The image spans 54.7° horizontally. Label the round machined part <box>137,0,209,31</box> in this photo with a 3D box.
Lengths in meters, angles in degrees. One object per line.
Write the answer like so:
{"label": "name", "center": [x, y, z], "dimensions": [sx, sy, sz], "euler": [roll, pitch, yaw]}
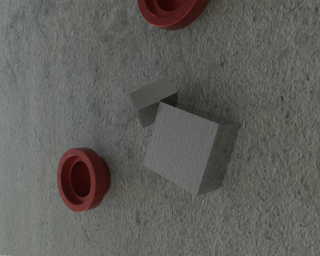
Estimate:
{"label": "round machined part", "center": [0.022, -0.167, 0.374], "dimensions": [0.098, 0.042, 0.097], "euler": [0, 90, 39]}

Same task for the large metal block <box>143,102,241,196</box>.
{"label": "large metal block", "center": [0.035, 0.020, 0.358], "dimensions": [0.080, 0.050, 0.079], "euler": [24, 105, 37]}

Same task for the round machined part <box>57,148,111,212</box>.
{"label": "round machined part", "center": [-0.116, 0.079, 0.486], "dimensions": [0.098, 0.042, 0.097], "euler": [0, 90, 39]}

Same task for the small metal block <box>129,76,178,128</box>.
{"label": "small metal block", "center": [-0.007, -0.030, 0.379], "dimensions": [0.050, 0.050, 0.025], "euler": [-26, 67, -8]}
